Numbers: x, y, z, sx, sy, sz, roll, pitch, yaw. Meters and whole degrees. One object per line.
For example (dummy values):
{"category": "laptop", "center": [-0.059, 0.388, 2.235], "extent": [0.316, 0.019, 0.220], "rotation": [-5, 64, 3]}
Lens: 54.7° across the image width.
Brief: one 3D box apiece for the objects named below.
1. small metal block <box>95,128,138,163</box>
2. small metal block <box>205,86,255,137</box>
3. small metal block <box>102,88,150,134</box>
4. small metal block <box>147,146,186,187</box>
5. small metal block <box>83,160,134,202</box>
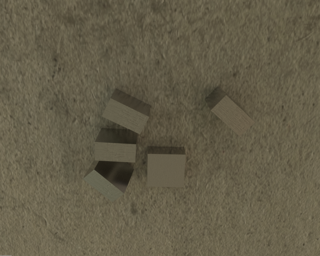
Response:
{"category": "small metal block", "center": [-0.055, 0.021, 0.404], "extent": [0.050, 0.050, 0.025], "rotation": [3, 110, -2]}
{"category": "small metal block", "center": [0.086, -0.022, 0.389], "extent": [0.050, 0.050, 0.025], "rotation": [40, 105, -14]}
{"category": "small metal block", "center": [-0.041, -0.022, 0.388], "extent": [0.050, 0.050, 0.025], "rotation": [26, 108, -10]}
{"category": "small metal block", "center": [0.008, 0.054, 0.430], "extent": [0.050, 0.025, 0.050], "rotation": [1, 110, -1]}
{"category": "small metal block", "center": [-0.067, 0.062, 0.416], "extent": [0.050, 0.050, 0.025], "rotation": [43, 120, -14]}
